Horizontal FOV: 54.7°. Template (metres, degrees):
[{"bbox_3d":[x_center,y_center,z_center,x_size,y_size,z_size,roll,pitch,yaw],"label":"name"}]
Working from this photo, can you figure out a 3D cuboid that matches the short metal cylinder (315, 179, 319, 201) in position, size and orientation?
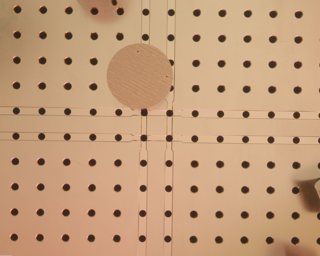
[{"bbox_3d":[0.245,0.087,0.388,0.080,0.080,0.050,-21,90,0],"label":"short metal cylinder"}]

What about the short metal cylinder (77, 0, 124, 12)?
[{"bbox_3d":[-0.082,-0.200,0.400,0.081,0.050,0.079,0,90,0],"label":"short metal cylinder"}]

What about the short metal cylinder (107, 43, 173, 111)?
[{"bbox_3d":[-0.024,-0.063,0.400,0.081,0.050,0.079,0,90,0],"label":"short metal cylinder"}]
